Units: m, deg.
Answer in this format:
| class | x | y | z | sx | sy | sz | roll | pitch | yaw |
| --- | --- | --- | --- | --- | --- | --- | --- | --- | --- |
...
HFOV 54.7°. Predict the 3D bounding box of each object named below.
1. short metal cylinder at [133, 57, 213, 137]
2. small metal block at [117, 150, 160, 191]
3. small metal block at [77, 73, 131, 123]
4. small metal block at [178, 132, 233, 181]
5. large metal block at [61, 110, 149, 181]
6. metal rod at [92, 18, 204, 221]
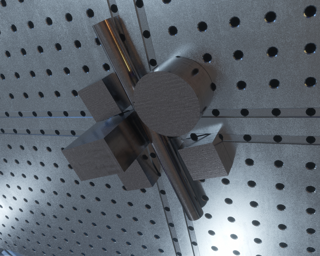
| class | x | y | z | sx | sy | sz | roll | pitch | yaw |
| --- | --- | --- | --- | --- | --- | --- | --- | --- | --- |
| short metal cylinder | 0.016 | -0.037 | 0.362 | 0.080 | 0.050 | 0.079 | 13 | 124 | 20 |
| small metal block | -0.037 | 0.065 | 0.469 | 0.050 | 0.025 | 0.050 | -17 | 110 | 34 |
| small metal block | -0.077 | -0.041 | 0.425 | 0.050 | 0.025 | 0.050 | -19 | 109 | 35 |
| small metal block | 0.059 | 0.038 | 0.402 | 0.050 | 0.025 | 0.050 | -15 | 111 | 34 |
| large metal block | -0.070 | 0.023 | 0.423 | 0.080 | 0.080 | 0.050 | -16 | 110 | 34 |
| metal rod | -0.008 | 0.002 | 0.415 | 0.025 | 0.025 | 0.299 | -13 | 112 | 33 |
